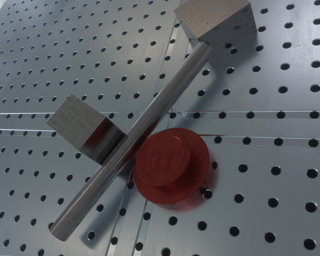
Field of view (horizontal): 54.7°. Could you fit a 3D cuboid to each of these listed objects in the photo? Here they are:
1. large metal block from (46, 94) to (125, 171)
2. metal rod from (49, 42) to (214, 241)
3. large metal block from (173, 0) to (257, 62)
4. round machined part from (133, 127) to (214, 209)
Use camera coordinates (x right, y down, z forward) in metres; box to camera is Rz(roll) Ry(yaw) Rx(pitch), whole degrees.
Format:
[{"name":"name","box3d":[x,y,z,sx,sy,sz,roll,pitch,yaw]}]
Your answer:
[{"name":"large metal block","box3d":[-0.089,0.009,0.414,0.080,0.080,0.050,31,79,38]},{"name":"metal rod","box3d":[-0.031,0.011,0.392,0.025,0.025,0.300,32,81,38]},{"name":"large metal block","box3d":[0.079,-0.155,0.446,0.080,0.050,0.080,-33,51,6]},{"name":"round machined part","box3d":[0.011,0.042,0.366,0.098,0.042,0.098,-13,57,21]}]
